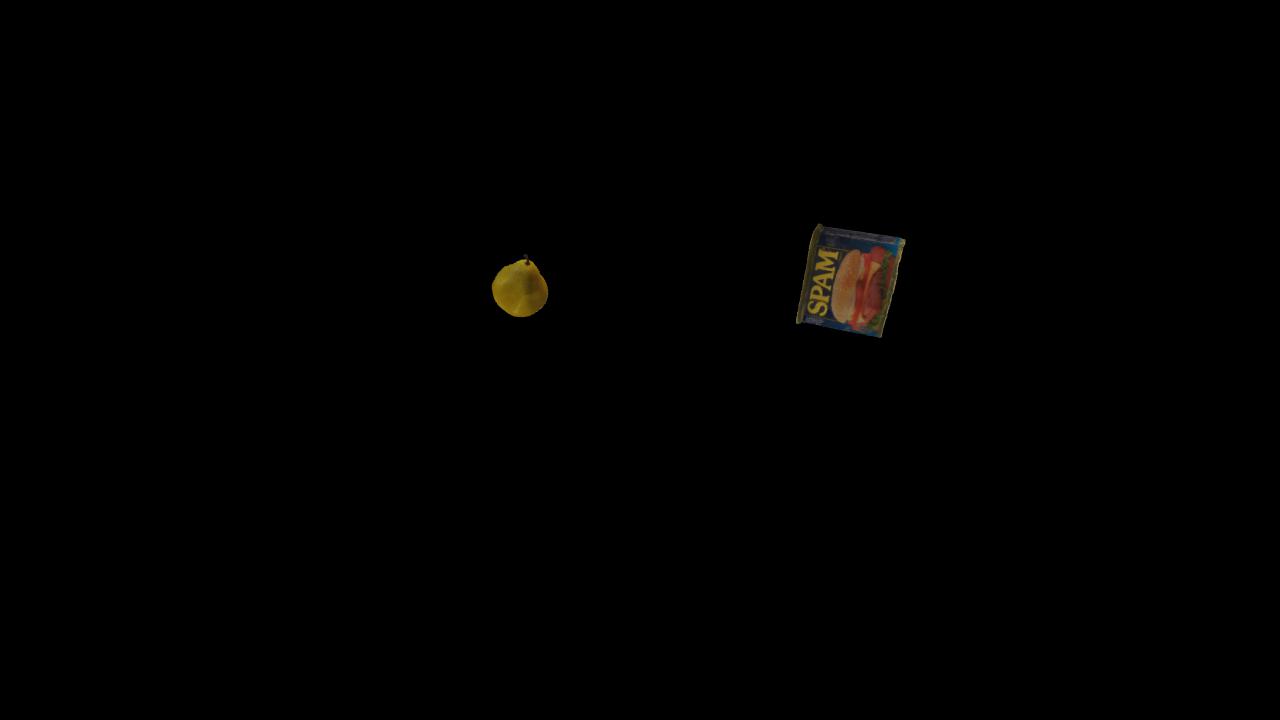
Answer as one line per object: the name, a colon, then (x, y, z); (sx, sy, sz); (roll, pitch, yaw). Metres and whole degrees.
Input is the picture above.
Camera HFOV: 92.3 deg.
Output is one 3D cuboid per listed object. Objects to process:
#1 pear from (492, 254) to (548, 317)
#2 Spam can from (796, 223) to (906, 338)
pear: (-0.162, -0.111, 0.872); (0.080, 0.080, 0.111); (0, -25, -32)
Spam can: (0.210, -0.078, 0.617); (0.085, 0.101, 0.058); (14, 31, 19)
